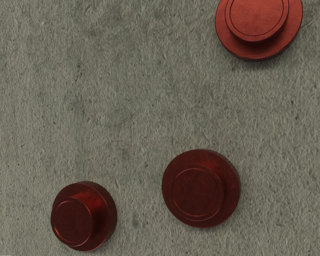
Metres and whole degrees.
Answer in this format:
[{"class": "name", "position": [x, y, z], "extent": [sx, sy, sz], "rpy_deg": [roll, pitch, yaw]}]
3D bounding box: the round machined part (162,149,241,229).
[{"class": "round machined part", "position": [0.048, 0.076, 0.383], "extent": [0.098, 0.042, 0.097], "rpy_deg": [0, 90, 20]}]

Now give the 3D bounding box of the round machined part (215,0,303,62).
[{"class": "round machined part", "position": [0.113, -0.129, 0.360], "extent": [0.098, 0.042, 0.097], "rpy_deg": [0, 90, 20]}]

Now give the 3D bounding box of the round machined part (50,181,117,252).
[{"class": "round machined part", "position": [-0.115, 0.127, 0.440], "extent": [0.098, 0.042, 0.097], "rpy_deg": [0, 90, 20]}]
